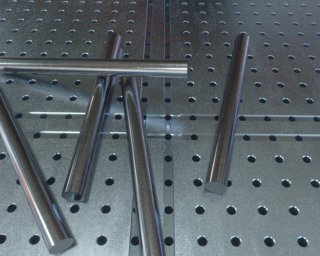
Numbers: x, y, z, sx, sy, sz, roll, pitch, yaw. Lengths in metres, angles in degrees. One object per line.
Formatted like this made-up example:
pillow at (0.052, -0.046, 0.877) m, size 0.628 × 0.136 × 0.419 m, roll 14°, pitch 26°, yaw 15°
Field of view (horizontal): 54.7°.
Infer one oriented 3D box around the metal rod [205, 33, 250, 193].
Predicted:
metal rod at (0.103, -0.043, 0.444) m, size 0.025 × 0.025 × 0.300 m, roll 12°, pitch 51°, yaw 10°

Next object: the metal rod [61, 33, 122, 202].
metal rod at (-0.087, -0.038, 0.438) m, size 0.025 × 0.025 × 0.300 m, roll 3°, pitch 50°, yaw 2°

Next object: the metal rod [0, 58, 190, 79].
metal rod at (-0.107, -0.088, 0.450) m, size 0.301 × 0.025 × 0.025 m, roll 4°, pitch 50°, yaw 14°

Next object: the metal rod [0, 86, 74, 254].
metal rod at (-0.180, 0.021, 0.387) m, size 0.025 × 0.025 × 0.300 m, roll -27°, pitch 55°, yaw -21°

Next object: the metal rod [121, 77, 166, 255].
metal rod at (-0.028, 0.022, 0.388) m, size 0.025 × 0.025 × 0.300 m, roll -7°, pitch 50°, yaw -6°
